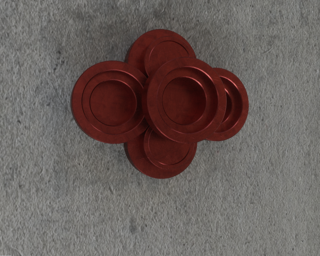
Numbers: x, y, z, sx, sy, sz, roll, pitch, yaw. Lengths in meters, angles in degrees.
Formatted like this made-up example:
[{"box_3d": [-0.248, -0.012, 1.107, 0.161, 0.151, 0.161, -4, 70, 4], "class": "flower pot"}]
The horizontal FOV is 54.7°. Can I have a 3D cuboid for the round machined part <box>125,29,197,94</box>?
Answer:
[{"box_3d": [0.006, -0.081, 0.404, 0.099, 0.042, 0.097, 0, 90, -21], "class": "round machined part"}]

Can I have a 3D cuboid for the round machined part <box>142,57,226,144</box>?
[{"box_3d": [0.025, -0.031, 0.366, 0.099, 0.042, 0.097, 0, 91, -21], "class": "round machined part"}]

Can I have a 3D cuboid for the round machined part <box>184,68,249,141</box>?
[{"box_3d": [0.069, -0.031, 0.428, 0.099, 0.042, 0.097, 0, 90, -21], "class": "round machined part"}]

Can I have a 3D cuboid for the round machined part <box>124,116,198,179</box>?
[{"box_3d": [0.006, 0.018, 0.404, 0.099, 0.042, 0.097, 0, 90, -21], "class": "round machined part"}]

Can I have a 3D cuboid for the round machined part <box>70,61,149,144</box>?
[{"box_3d": [-0.059, -0.030, 0.380, 0.099, 0.042, 0.097, 0, 90, -21], "class": "round machined part"}]
